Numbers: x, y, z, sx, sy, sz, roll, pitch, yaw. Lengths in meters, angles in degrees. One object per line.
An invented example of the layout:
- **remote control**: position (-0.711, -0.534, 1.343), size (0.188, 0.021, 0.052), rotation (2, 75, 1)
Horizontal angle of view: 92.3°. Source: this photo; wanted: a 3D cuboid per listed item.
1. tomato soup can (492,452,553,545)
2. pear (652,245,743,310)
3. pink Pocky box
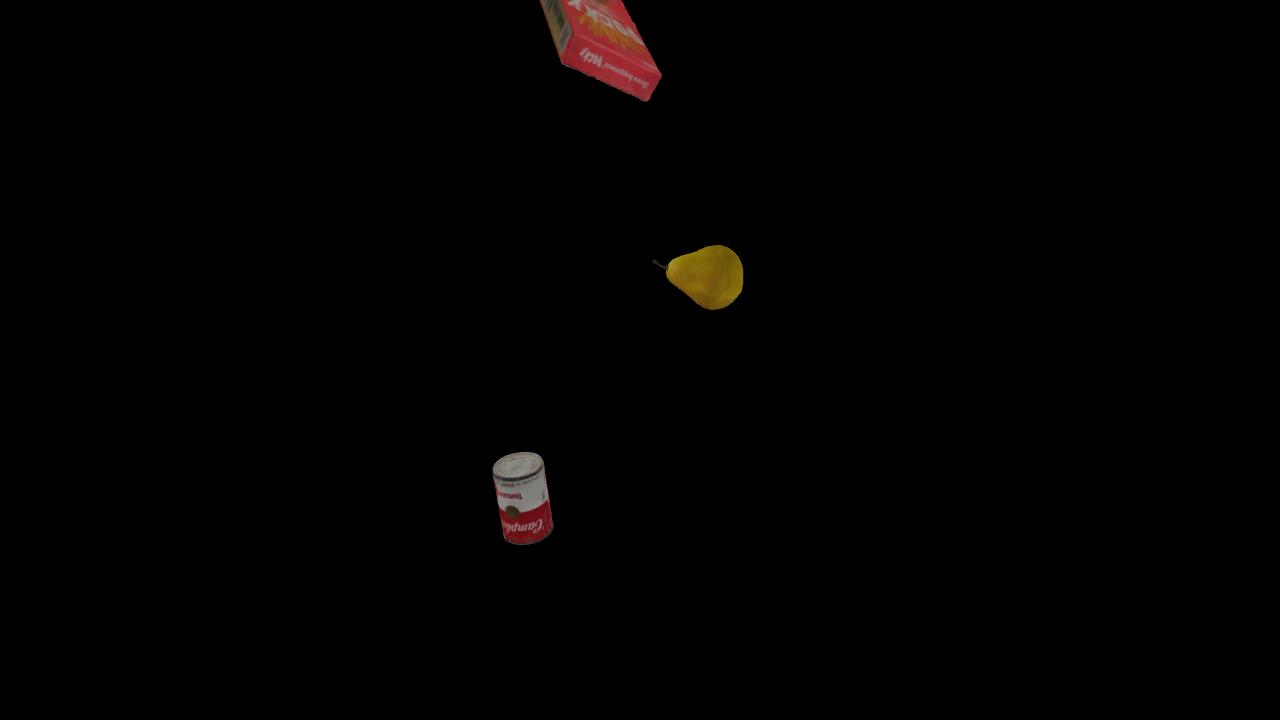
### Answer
- **tomato soup can**: position (-0.152, 0.180, 0.805), size (0.068, 0.101, 0.068), rotation (-4, 20, 1)
- **pear**: position (0.070, -0.102, 0.758), size (0.111, 0.080, 0.080), rotation (-2, 1, -16)
- **pink Pocky box**: position (-0.039, -0.290, 0.537), size (0.084, 0.155, 0.029), rotation (11, -45, -32)
